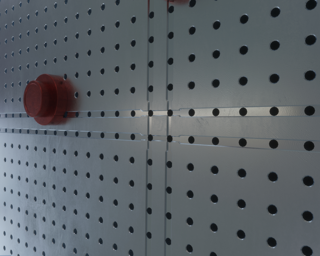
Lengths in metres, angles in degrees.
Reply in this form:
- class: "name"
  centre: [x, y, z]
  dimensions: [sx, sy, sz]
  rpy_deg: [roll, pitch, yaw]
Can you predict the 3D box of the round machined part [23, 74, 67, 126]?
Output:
- class: "round machined part"
  centre: [-0.220, -0.053, 0.582]
  dimensions: [0.098, 0.042, 0.097]
  rpy_deg: [0, 90, 40]
